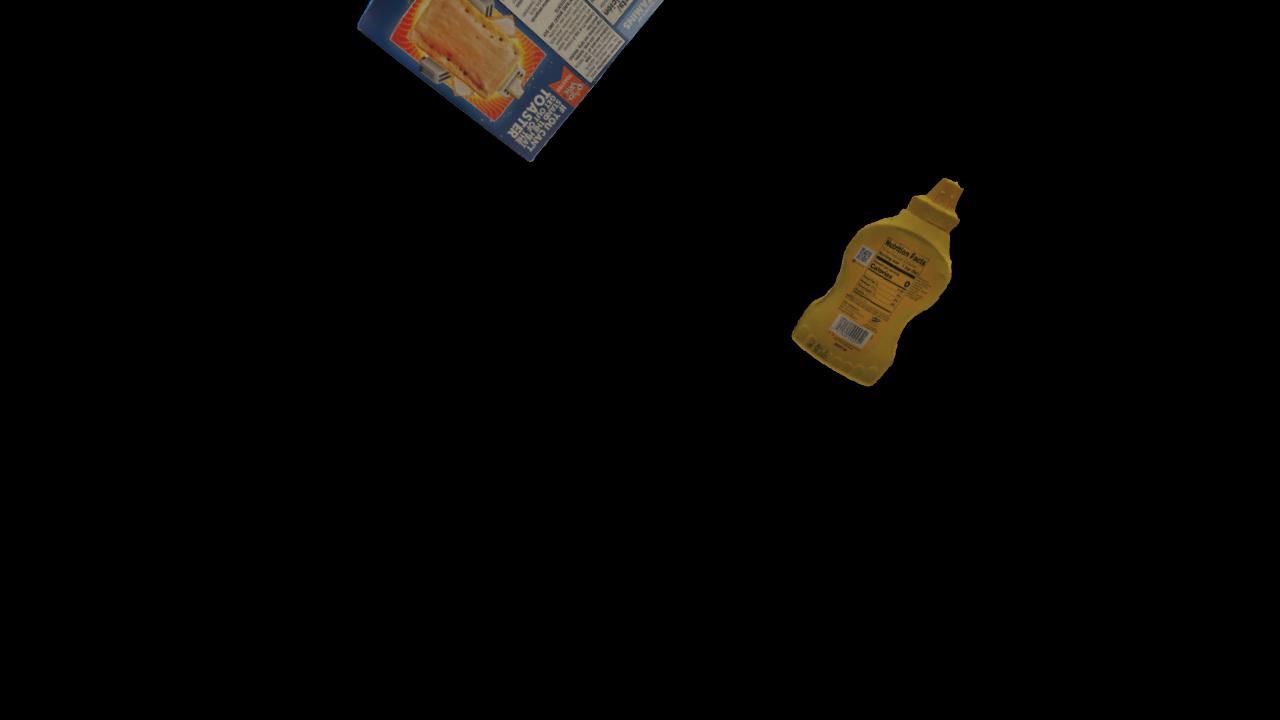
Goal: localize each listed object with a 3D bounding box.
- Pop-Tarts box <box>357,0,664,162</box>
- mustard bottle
[{"bbox_3d":[-0.081,-0.254,0.422,0.141,0.083,0.167,33,-61,-30],"label":"Pop-Tarts box"},{"bbox_3d":[0.218,-0.072,0.539,0.092,0.184,0.054,37,28,19],"label":"mustard bottle"}]
